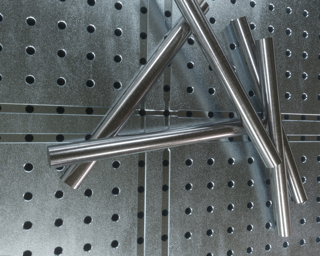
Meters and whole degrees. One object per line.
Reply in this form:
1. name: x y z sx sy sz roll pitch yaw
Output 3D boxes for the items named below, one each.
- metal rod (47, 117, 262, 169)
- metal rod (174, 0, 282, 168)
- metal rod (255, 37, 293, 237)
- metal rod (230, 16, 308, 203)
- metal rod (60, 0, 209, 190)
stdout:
1. metal rod: 0.014 0.013 0.402 0.303 0.025 0.025 -8 93 -27
2. metal rod: 0.086 -0.076 0.416 0.025 0.025 0.299 -34 101 -17
3. metal rod: 0.170 0.020 0.459 0.025 0.025 0.298 -14 102 -20
4. metal rod: 0.170 -0.023 0.477 0.025 0.025 0.299 -24 98 -19
5. metal rod: -0.026 -0.053 0.403 0.025 0.025 0.300 39 77 -16
